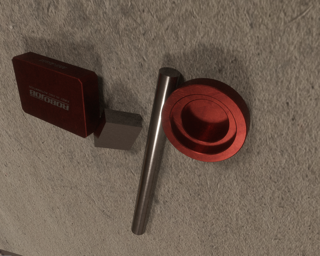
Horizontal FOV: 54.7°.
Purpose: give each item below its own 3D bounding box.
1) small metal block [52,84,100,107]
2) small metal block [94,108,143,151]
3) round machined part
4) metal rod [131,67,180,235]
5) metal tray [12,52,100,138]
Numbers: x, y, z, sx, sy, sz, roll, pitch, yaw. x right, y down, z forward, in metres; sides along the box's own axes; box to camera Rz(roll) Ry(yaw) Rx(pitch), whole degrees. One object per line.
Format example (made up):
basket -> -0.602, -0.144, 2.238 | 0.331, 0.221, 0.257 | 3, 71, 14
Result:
small metal block -> -0.120, -0.047, 0.438 | 0.050, 0.025, 0.050 | 0, 118, 28
small metal block -> -0.058, 0.003, 0.421 | 0.050, 0.025, 0.050 | 9, 134, -26
round machined part -> 0.054, -0.012, 0.358 | 0.098, 0.042, 0.097 | 13, 124, 20
metal rod -> -0.013, 0.054, 0.445 | 0.025, 0.025, 0.298 | 22, 127, 14
metal tray -> -0.146, -0.048, 0.438 | 0.130, 0.030, 0.089 | 20, 126, 24
